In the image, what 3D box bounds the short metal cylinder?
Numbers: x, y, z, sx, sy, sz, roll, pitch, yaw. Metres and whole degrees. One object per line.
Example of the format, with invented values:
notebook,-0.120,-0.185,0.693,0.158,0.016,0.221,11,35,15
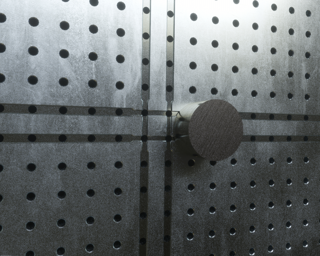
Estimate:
short metal cylinder,0.065,0.002,0.423,0.081,0.050,0.080,0,90,-20
